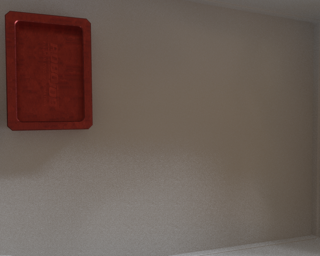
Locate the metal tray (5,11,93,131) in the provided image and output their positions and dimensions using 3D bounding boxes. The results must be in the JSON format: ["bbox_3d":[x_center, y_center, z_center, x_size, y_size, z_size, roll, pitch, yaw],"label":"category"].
[{"bbox_3d":[-0.127,-0.062,0.360,0.091,0.030,0.129,-1,91,-21],"label":"metal tray"}]
